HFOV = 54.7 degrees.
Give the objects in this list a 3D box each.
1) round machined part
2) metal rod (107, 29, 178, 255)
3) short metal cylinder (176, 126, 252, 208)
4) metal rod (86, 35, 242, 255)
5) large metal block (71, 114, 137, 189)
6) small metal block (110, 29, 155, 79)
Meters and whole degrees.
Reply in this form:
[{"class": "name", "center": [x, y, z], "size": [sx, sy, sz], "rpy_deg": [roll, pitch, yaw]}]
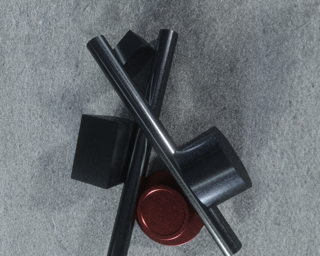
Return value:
[{"class": "round machined part", "center": [0.010, 0.103, 0.398], "size": [0.098, 0.042, 0.097], "rpy_deg": [0, 90, 19]}, {"class": "metal rod", "center": [-0.022, 0.020, 0.401], "size": [0.025, 0.025, 0.298], "rpy_deg": [12, 88, 19]}, {"class": "short metal cylinder", "center": [0.063, 0.045, 0.359], "size": [0.050, 0.080, 0.080], "rpy_deg": [-34, 80, 17]}, {"class": "metal rod", "center": [0.004, 0.020, 0.372], "size": [0.025, 0.025, 0.299], "rpy_deg": [-34, 88, 16]}, {"class": "large metal block", "center": [-0.064, 0.027, 0.403], "size": [0.050, 0.080, 0.079], "rpy_deg": [13, 94, 19]}, {"class": "small metal block", "center": [-0.037, -0.096, 0.409], "size": [0.050, 0.050, 0.025], "rpy_deg": [-47, 76, 14]}]
